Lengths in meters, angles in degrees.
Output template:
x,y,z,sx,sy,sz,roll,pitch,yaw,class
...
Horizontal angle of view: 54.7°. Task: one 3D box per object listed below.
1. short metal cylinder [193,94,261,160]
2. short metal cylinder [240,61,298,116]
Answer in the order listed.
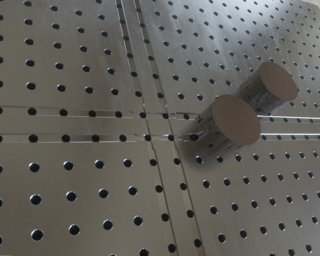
x,y,z,sx,sy,sz,roll,pitch,yaw,class
0.095,-0.001,0.444,0.081,0.050,0.080,14,56,-21,short metal cylinder
0.187,-0.067,0.533,0.081,0.050,0.080,14,56,-21,short metal cylinder
